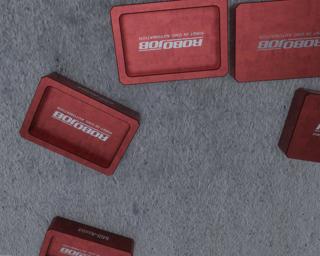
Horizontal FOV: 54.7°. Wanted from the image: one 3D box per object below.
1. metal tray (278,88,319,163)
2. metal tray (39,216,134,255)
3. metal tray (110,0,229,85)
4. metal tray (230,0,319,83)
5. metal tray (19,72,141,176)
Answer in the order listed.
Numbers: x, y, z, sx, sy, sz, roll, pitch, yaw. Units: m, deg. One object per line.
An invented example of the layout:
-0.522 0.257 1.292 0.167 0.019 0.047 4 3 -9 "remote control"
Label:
0.236 0.003 0.410 0.131 0.030 0.089 9 110 -4 "metal tray"
-0.116 0.198 0.478 0.131 0.030 0.089 20 109 -8 "metal tray"
0.013 -0.103 0.368 0.131 0.030 0.089 -5 110 1 "metal tray"
0.151 -0.105 0.370 0.131 0.030 0.089 -4 110 1 "metal tray"
-0.102 -0.004 0.404 0.131 0.030 0.089 26 108 -10 "metal tray"
